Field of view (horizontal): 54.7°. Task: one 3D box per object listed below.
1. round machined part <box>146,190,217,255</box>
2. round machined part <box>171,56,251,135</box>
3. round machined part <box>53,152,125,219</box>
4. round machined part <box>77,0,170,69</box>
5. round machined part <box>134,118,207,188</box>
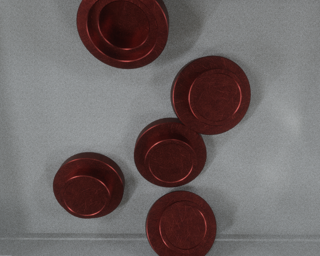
[{"bbox_3d":[0.031,0.135,0.426,0.099,0.042,0.098,2,73,-7],"label":"round machined part"},{"bbox_3d":[0.065,-0.039,0.379,0.099,0.042,0.097,-1,100,-7],"label":"round machined part"},{"bbox_3d":[-0.101,0.087,0.433,0.099,0.042,0.097,0,110,-1],"label":"round machined part"},{"bbox_3d":[-0.038,-0.118,0.346,0.099,0.042,0.097,3,133,3],"label":"round machined part"},{"bbox_3d":[0.014,0.039,0.417,0.099,0.042,0.097,0,110,-1],"label":"round machined part"}]
